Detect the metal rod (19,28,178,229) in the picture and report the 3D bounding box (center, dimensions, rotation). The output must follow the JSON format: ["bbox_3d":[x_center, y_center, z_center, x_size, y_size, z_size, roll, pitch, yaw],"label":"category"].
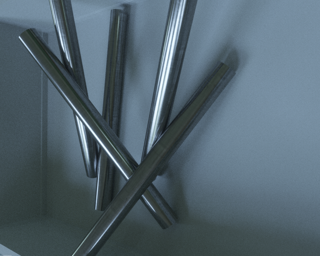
[{"bbox_3d":[-0.077,0.002,0.394,0.025,0.025,0.299,-36,92,34],"label":"metal rod"}]

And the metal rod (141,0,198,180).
[{"bbox_3d":[0.008,-0.053,0.336,0.025,0.025,0.298,39,134,33],"label":"metal rod"}]

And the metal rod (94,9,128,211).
[{"bbox_3d":[-0.075,-0.024,0.468,0.025,0.025,0.298,9,96,39],"label":"metal rod"}]

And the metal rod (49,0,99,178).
[{"bbox_3d":[-0.113,-0.057,0.423,0.025,0.025,0.298,22,129,38],"label":"metal rod"}]

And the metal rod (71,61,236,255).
[{"bbox_3d":[-0.014,0.050,0.367,0.025,0.025,0.299,42,99,32],"label":"metal rod"}]
